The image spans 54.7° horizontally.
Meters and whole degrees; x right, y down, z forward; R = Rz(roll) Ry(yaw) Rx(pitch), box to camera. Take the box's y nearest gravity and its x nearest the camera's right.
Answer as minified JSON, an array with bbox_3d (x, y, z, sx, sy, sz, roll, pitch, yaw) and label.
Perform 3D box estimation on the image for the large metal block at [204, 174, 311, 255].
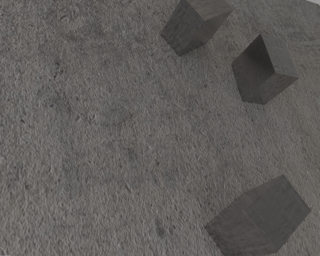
[{"bbox_3d":[0.113,0.107,0.364,0.081,0.080,0.050,-27,77,-37],"label":"large metal block"}]

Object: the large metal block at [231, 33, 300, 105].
[{"bbox_3d":[0.172,-0.096,0.520,0.050,0.080,0.080,6,59,-25],"label":"large metal block"}]

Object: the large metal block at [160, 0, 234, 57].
[{"bbox_3d":[0.059,-0.172,0.505,0.081,0.080,0.050,-34,81,-38],"label":"large metal block"}]
